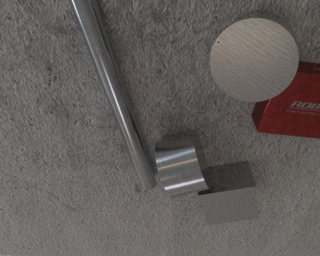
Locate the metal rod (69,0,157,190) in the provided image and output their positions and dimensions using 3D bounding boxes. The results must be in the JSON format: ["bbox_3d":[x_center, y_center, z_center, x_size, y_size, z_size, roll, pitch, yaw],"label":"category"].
[{"bbox_3d":[-0.048,-0.025,0.385,0.025,0.025,0.298,-9,130,7],"label":"metal rod"}]

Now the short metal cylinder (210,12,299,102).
[{"bbox_3d":[0.095,-0.072,0.312,0.080,0.050,0.079,9,119,18],"label":"short metal cylinder"}]

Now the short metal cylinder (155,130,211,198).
[{"bbox_3d":[0.032,0.047,0.412,0.050,0.080,0.080,-17,128,14],"label":"short metal cylinder"}]

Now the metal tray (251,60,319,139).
[{"bbox_3d":[0.191,-0.031,0.379,0.131,0.030,0.089,6,130,-5],"label":"metal tray"}]

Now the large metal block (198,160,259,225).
[{"bbox_3d":[0.104,0.101,0.478,0.080,0.050,0.080,-11,130,9],"label":"large metal block"}]
